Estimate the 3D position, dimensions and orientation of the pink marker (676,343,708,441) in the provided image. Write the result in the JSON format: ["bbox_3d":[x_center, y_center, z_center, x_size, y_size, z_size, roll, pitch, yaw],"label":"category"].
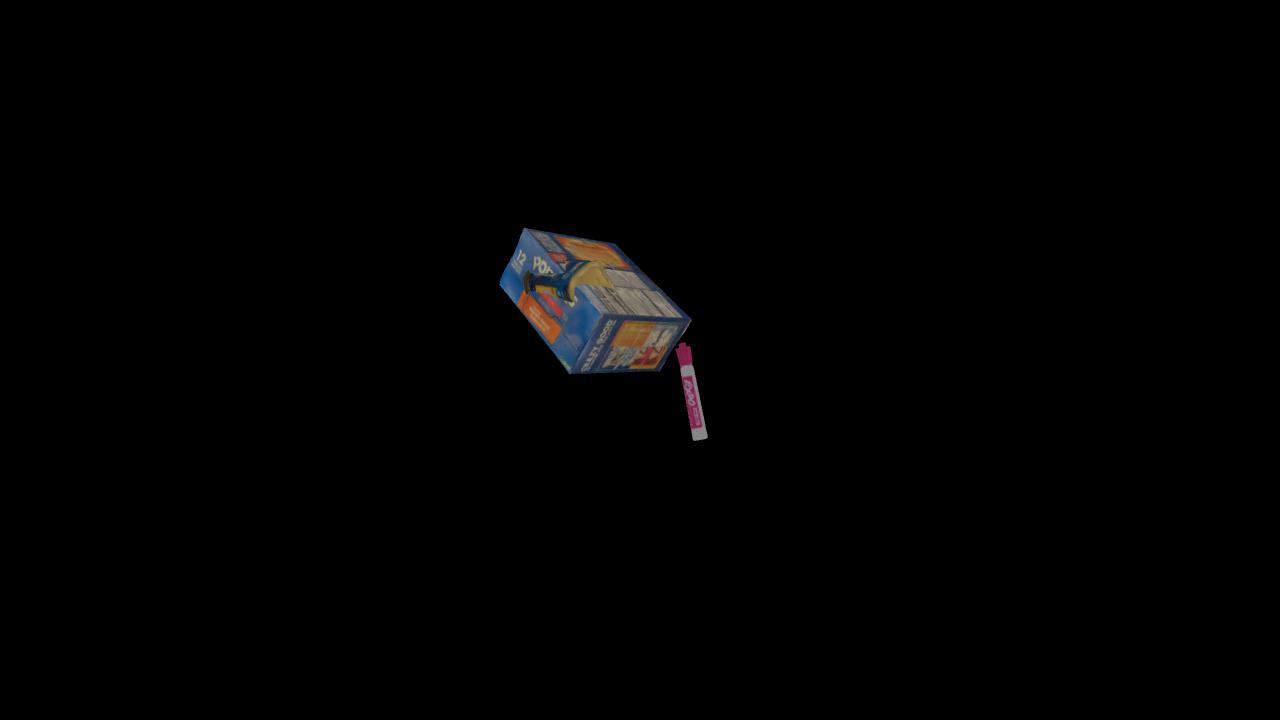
[{"bbox_3d":[0.063,0.038,0.759,0.020,0.121,0.020,-10,-3,-1],"label":"pink marker"}]

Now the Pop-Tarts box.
[{"bbox_3d":[-0.053,-0.066,0.704,0.141,0.083,0.167,-1,39,-47],"label":"Pop-Tarts box"}]

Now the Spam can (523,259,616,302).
[{"bbox_3d":[-0.067,-0.063,0.677,0.085,0.101,0.058,14,54,47],"label":"Spam can"}]
